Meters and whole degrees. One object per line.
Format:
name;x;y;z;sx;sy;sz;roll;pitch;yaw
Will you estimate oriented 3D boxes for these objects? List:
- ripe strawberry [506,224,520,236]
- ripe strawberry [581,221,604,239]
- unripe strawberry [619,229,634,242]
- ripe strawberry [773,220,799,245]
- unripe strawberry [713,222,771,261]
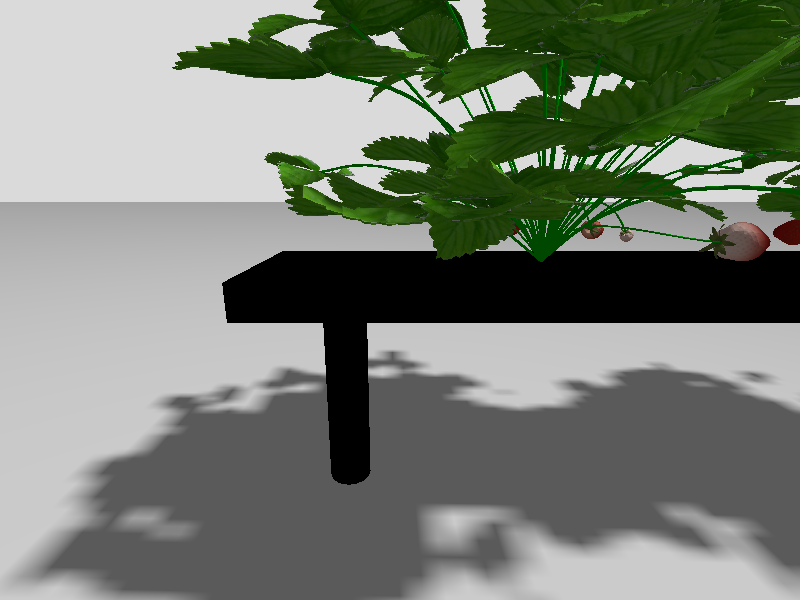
ripe strawberry;0.144;-0.099;0.534;0.034;0.030;0.034;2;-13;6
ripe strawberry;0.244;-0.089;0.507;0.027;0.024;0.024;11;12;35
unripe strawberry;0.275;-0.077;0.485;0.015;0.016;0.016;16;-15;45
ripe strawberry;0.442;-0.077;0.454;0.028;0.028;0.031;11;19;37
unripe strawberry;0.295;-0.050;0.345;0.039;0.033;0.039;1;15;1
